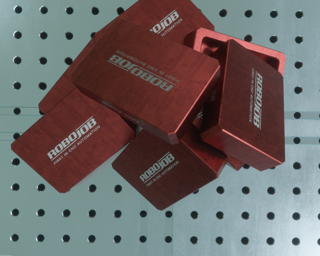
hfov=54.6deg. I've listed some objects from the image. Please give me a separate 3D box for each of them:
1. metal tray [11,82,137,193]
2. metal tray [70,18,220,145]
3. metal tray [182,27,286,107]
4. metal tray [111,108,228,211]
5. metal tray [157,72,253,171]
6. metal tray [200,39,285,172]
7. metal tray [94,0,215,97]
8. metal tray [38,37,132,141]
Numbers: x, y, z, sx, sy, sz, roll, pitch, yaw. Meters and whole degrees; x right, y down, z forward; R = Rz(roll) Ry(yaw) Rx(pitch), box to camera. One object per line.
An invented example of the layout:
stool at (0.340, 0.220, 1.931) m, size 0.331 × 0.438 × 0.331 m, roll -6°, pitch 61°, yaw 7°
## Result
metal tray at (-0.105, 0.011, 0.388) m, size 0.130 × 0.030 × 0.090 m, roll -38°, pitch 106°, yaw 11°
metal tray at (-0.015, -0.052, 0.323) m, size 0.130 × 0.030 × 0.090 m, roll 29°, pitch 75°, yaw 19°
metal tray at (0.090, -0.063, 0.389) m, size 0.131 × 0.030 × 0.090 m, roll 10°, pitch 90°, yaw -20°
metal tray at (0.005, 0.041, 0.367) m, size 0.090 × 0.129 × 0.030 m, roll 43°, pitch 48°, yaw -1°
metal tray at (0.050, -0.008, 0.382) m, size 0.130 × 0.090 × 0.030 m, roll 44°, pitch 91°, yaw 1°
metal tray at (0.097, -0.028, 0.348) m, size 0.090 × 0.030 × 0.130 m, roll 28°, pitch 54°, yaw -20°
metal tray at (-0.006, -0.114, 0.392) m, size 0.130 × 0.030 × 0.090 m, roll -43°, pitch 92°, yaw -14°
metal tray at (-0.082, -0.049, 0.410) m, size 0.090 × 0.030 × 0.130 m, roll 39°, pitch 90°, yaw 0°
